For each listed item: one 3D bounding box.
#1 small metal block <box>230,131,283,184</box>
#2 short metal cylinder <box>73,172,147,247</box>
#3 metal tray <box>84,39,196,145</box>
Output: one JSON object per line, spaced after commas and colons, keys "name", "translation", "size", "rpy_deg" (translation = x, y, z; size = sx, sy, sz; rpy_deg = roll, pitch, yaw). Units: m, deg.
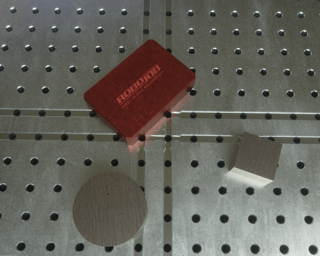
{"name": "small metal block", "translation": [0.124, 0.039, 0.399], "size": [0.050, 0.025, 0.050], "rpy_deg": [19, 71, 6]}
{"name": "short metal cylinder", "translation": [-0.055, 0.096, 0.363], "size": [0.081, 0.050, 0.080], "rpy_deg": [0, 70, 0]}
{"name": "metal tray", "translation": [-0.026, -0.052, 0.428], "size": [0.090, 0.030, 0.130], "rpy_deg": [43, 75, 13]}
